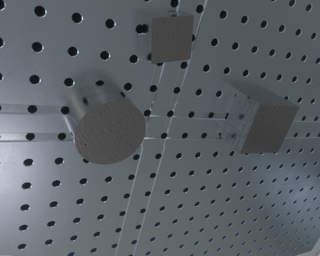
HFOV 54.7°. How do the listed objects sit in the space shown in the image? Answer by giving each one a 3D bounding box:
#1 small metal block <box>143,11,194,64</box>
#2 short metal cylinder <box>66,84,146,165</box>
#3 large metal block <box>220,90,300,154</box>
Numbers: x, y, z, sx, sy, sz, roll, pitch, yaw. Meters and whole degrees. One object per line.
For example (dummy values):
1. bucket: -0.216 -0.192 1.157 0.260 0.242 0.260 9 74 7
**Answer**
1. small metal block: 0.009 -0.103 0.352 0.050 0.025 0.050 -12 124 -22
2. short metal cylinder: -0.063 -0.005 0.358 0.081 0.050 0.079 -14 124 -21
3. large metal block: 0.150 -0.009 0.472 0.081 0.050 0.079 1 118 -29
